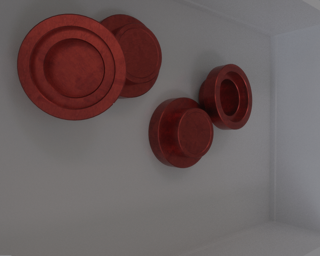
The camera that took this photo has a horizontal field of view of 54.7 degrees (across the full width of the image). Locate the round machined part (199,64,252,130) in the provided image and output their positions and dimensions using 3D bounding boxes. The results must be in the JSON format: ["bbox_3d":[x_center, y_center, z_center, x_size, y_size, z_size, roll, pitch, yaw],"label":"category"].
[{"bbox_3d":[0.097,-0.046,0.473,0.099,0.042,0.097,3,86,-44],"label":"round machined part"}]

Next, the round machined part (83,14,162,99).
[{"bbox_3d":[-0.036,-0.084,0.365,0.099,0.042,0.097,0,90,-40],"label":"round machined part"}]

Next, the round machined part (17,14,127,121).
[{"bbox_3d":[-0.083,-0.058,0.307,0.099,0.042,0.097,-2,100,-8],"label":"round machined part"}]

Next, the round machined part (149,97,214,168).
[{"bbox_3d":[0.036,0.007,0.425,0.099,0.042,0.097,0,90,-40],"label":"round machined part"}]
